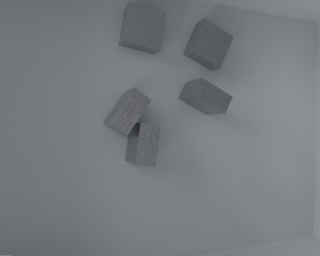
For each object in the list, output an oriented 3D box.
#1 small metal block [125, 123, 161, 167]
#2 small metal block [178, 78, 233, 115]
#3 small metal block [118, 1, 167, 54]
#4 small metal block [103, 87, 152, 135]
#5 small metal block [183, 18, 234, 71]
[{"bbox_3d":[-0.023,0.020,0.389,0.025,0.050,0.050,8,88,-20],"label":"small metal block"},{"bbox_3d":[0.060,-0.041,0.419,0.050,0.050,0.025,28,81,-18],"label":"small metal block"},{"bbox_3d":[-0.023,-0.128,0.402,0.050,0.025,0.050,10,87,-20],"label":"small metal block"},{"bbox_3d":[-0.042,-0.020,0.382,0.025,0.050,0.050,37,78,-17],"label":"small metal block"},{"bbox_3d":[0.068,-0.116,0.435,0.050,0.025,0.050,26,82,-18],"label":"small metal block"}]
